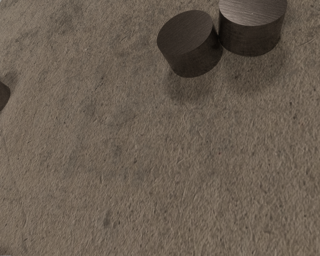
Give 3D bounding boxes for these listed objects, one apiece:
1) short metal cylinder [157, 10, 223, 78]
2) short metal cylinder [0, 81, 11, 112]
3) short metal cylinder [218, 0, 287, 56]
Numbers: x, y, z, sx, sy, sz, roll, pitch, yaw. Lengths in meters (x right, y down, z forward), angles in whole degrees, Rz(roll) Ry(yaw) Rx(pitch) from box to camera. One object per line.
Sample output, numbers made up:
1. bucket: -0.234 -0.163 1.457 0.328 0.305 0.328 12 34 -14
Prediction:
1. short metal cylinder: 0.043 -0.118 0.437 0.080 0.050 0.080 -13 56 21
2. short metal cylinder: -0.343 -0.064 0.603 0.080 0.050 0.080 -13 56 20
3. short metal cylinder: 0.116 -0.140 0.399 0.080 0.050 0.080 -4 59 7
